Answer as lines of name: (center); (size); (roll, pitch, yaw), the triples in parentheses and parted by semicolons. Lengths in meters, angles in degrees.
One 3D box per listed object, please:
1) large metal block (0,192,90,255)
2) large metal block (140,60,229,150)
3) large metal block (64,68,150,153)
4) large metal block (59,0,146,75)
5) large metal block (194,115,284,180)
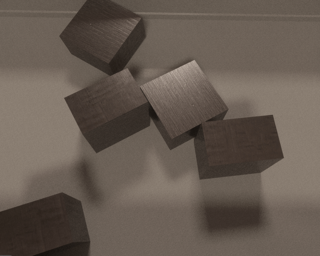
large metal block: (-0.130, 0.112, 0.338); (0.081, 0.080, 0.050); (-17, 71, -6)
large metal block: (0.029, -0.029, 0.408); (0.080, 0.050, 0.080); (-28, 73, -10)
large metal block: (-0.061, -0.018, 0.386); (0.080, 0.080, 0.050); (-28, 73, -10)
large metal block: (-0.078, -0.130, 0.439); (0.080, 0.050, 0.080); (30, 79, 10)
large metal block: (0.089, 0.026, 0.372); (0.081, 0.080, 0.050); (-6, 70, -3)
